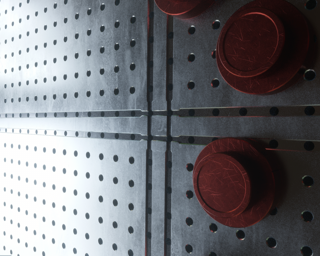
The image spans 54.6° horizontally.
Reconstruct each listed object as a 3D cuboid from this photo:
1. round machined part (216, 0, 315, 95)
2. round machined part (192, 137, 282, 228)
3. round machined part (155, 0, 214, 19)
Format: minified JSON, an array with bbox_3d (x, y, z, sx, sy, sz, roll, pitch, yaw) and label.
[{"bbox_3d":[0.100,-0.083,0.317,0.098,0.042,0.097,0,90,40],"label":"round machined part"},{"bbox_3d":[0.076,0.059,0.337,0.098,0.042,0.097,0,90,40],"label":"round machined part"},{"bbox_3d":[0.026,-0.188,0.378,0.098,0.042,0.097,0,90,40],"label":"round machined part"}]
